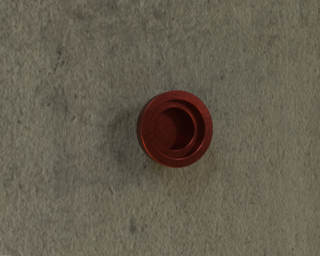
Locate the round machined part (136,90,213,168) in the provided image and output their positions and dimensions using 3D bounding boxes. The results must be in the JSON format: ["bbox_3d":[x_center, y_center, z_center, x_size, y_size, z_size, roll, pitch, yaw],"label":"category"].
[{"bbox_3d":[0.016,0.001,0.407,0.099,0.042,0.097,0,90,-21],"label":"round machined part"}]
